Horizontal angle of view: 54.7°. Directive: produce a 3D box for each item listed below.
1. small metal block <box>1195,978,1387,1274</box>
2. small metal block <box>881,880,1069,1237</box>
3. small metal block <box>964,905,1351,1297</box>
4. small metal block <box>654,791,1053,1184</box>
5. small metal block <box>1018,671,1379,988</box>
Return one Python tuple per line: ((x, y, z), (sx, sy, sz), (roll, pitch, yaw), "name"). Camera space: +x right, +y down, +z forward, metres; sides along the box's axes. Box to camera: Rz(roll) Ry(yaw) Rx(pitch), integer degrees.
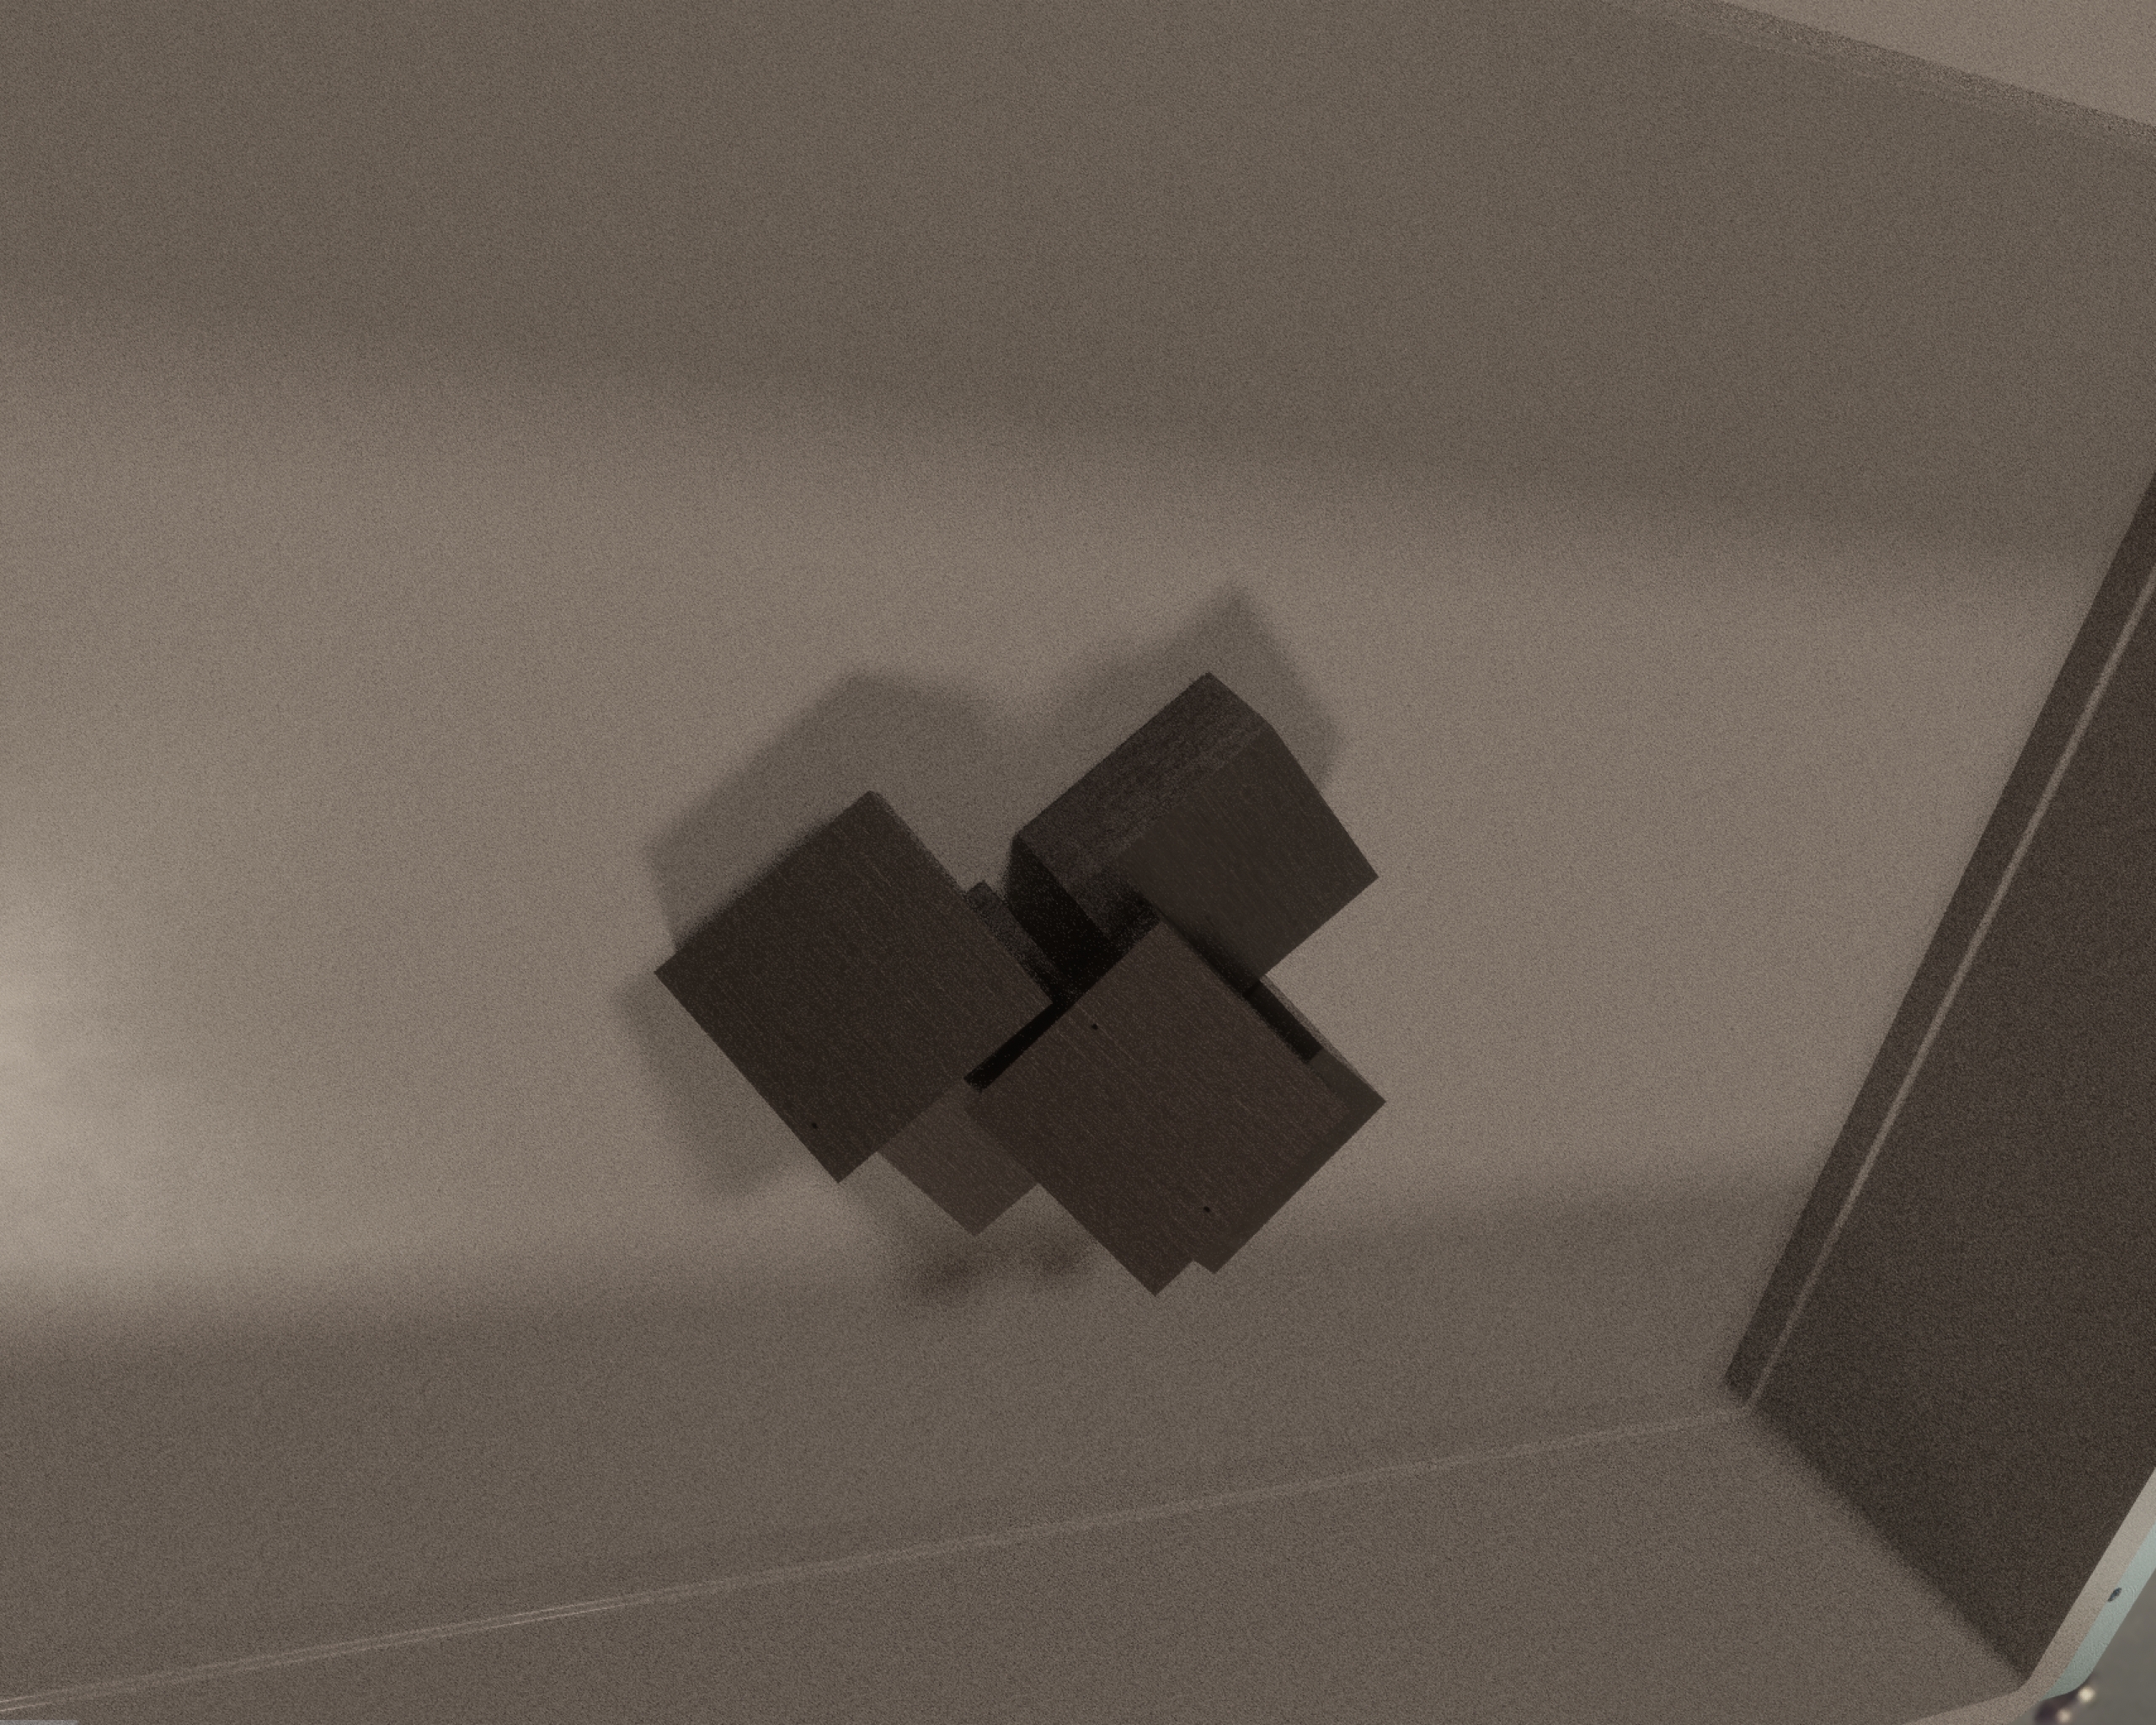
((0.028, 0.048, 0.437), (0.050, 0.050, 0.025), (-46, 130, 4), "small metal block")
((-0.020, 0.040, 0.422), (0.050, 0.025, 0.050), (-41, 130, -1), "small metal block")
((0.014, 0.044, 0.395), (0.050, 0.025, 0.050), (-44, 96, 2), "small metal block")
((-0.040, 0.022, 0.384), (0.050, 0.025, 0.050), (-41, 91, -1), "small metal block")
((0.025, -0.001, 0.421), (0.050, 0.025, 0.050), (-41, 130, -1), "small metal block")
